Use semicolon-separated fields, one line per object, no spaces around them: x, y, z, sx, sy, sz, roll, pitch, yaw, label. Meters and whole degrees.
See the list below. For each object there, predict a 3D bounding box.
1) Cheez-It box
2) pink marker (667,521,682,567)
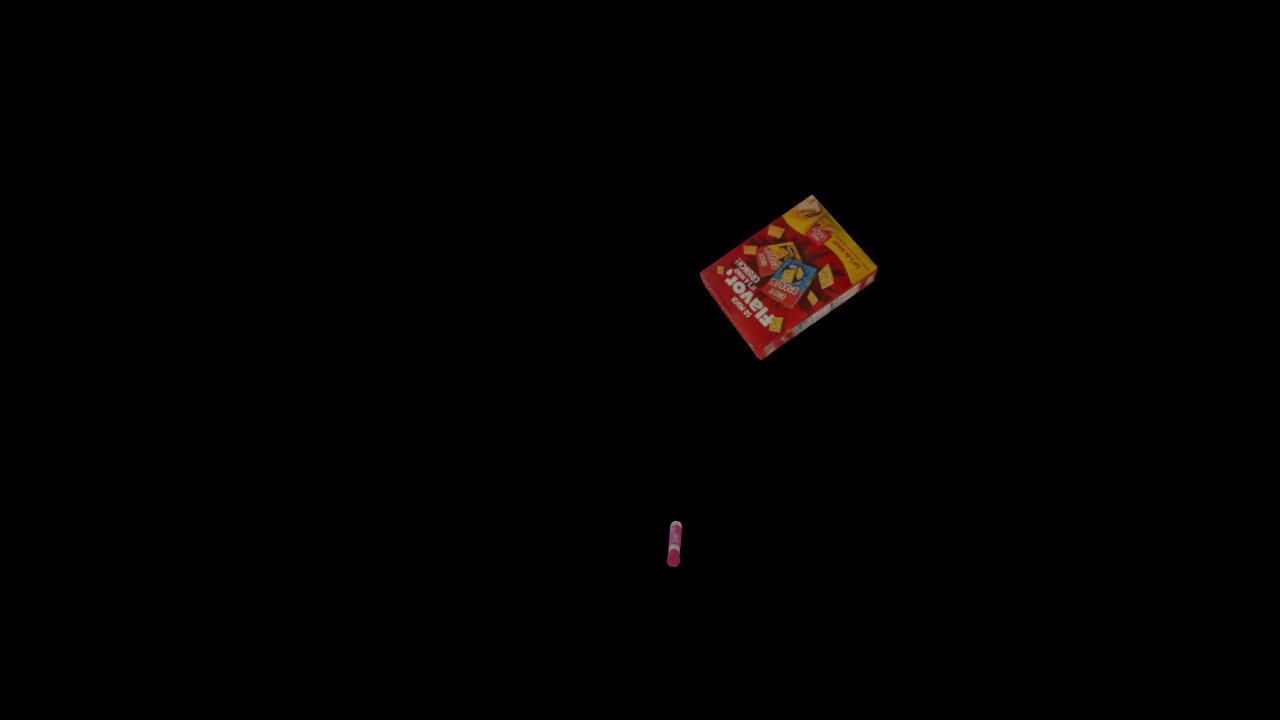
0.233;-0.131;0.982;0.223;0.166;0.071;-35;-21;5;Cheez-It box
0.053;0.278;0.932;0.020;0.020;0.121;0;10;5;pink marker
